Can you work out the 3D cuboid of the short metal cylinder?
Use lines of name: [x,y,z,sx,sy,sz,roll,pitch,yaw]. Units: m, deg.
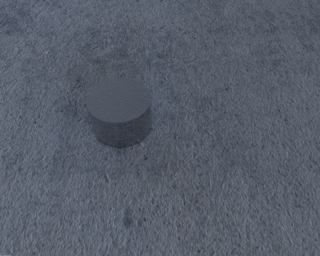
short metal cylinder: [-0.051,-0.021,0.404,0.080,0.050,0.080,0,50,0]
